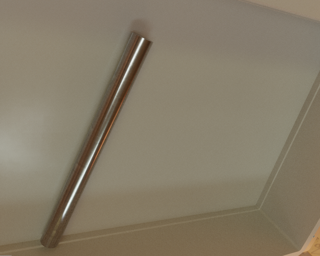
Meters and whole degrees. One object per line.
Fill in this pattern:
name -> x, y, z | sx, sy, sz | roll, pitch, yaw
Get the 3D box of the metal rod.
metal rod -> -0.085, 0.028, 0.380 | 0.025, 0.025, 0.298 | 16, 110, -35
